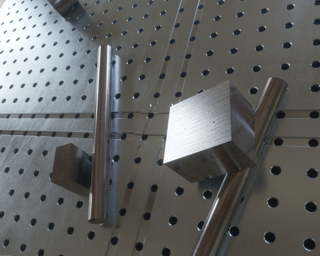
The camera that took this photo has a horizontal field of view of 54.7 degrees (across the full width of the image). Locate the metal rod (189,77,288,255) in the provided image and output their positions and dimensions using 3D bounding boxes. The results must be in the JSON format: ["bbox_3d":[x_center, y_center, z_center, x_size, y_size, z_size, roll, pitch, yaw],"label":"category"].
[{"bbox_3d":[0.071,0.074,0.324,0.025,0.025,0.300,17,70,34],"label":"metal rod"}]

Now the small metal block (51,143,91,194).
[{"bbox_3d":[-0.117,0.055,0.420,0.025,0.050,0.050,-16,55,19],"label":"small metal block"}]

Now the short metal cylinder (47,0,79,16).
[{"bbox_3d":[-0.223,-0.291,0.668,0.050,0.080,0.080,-41,51,1],"label":"short metal cylinder"}]

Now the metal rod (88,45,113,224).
[{"bbox_3d":[-0.085,-0.011,0.459,0.025,0.025,0.299,-17,55,18],"label":"metal rod"}]

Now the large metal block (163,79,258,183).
[{"bbox_3d":[0.055,0.006,0.340,0.080,0.050,0.080,-23,43,34],"label":"large metal block"}]
